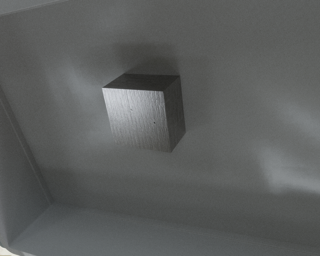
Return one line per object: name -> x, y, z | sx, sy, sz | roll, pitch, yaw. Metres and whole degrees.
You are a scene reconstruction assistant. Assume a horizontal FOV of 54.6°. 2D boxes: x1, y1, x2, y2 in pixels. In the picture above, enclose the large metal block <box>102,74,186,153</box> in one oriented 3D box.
large metal block -> -0.017, -0.021, 0.389 | 0.080, 0.050, 0.080 | 6, 121, 25
